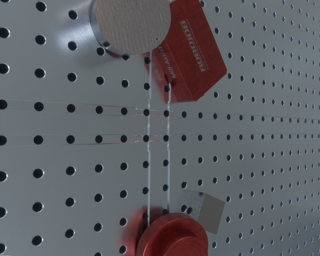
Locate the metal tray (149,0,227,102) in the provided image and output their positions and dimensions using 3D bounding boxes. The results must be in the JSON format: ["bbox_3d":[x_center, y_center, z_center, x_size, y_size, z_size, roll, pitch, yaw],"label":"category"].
[{"bbox_3d":[0.038,-0.113,0.438,0.090,0.030,0.130,-42,116,-32],"label":"metal tray"}]

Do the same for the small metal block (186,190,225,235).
[{"bbox_3d":[0.067,0.127,0.467,0.050,0.025,0.050,31,71,-36],"label":"small metal block"}]

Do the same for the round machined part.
[{"bbox_3d":[0.023,0.165,0.402,0.099,0.042,0.097,-4,99,-26],"label":"round machined part"}]

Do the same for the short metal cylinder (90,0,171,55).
[{"bbox_3d":[-0.034,-0.122,0.346,0.081,0.050,0.079,-4,102,-18],"label":"short metal cylinder"}]
